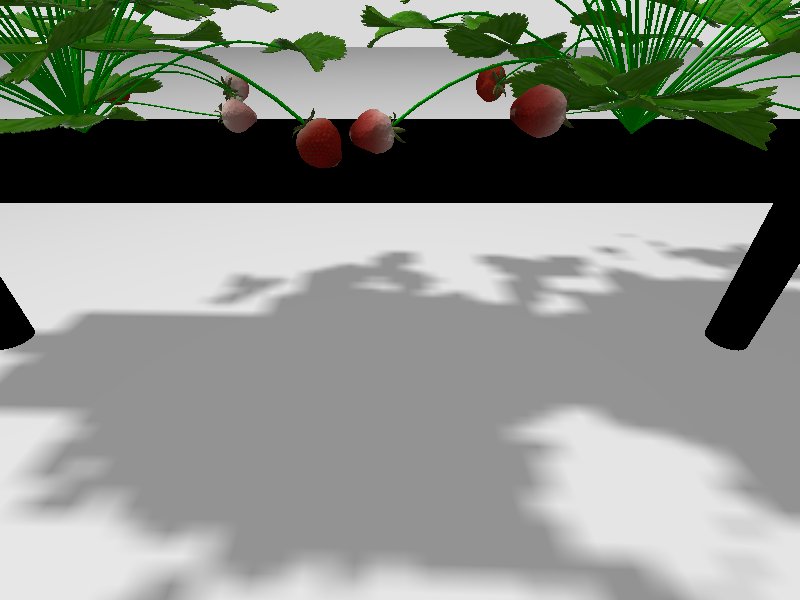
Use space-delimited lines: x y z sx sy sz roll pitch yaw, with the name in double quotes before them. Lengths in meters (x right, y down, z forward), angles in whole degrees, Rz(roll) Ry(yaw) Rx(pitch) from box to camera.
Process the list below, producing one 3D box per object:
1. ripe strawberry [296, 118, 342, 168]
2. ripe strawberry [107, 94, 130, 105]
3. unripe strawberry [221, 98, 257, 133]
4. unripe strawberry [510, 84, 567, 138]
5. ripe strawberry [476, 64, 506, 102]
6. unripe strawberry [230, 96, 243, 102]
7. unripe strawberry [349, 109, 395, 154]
"ripe strawberry" -0.047 -0.093 0.242 0.028 0.028 0.026 -33 11 40
"ripe strawberry" -0.316 -0.231 0.445 0.029 0.026 0.027 -12 22 -17
"unripe strawberry" -0.130 -0.150 0.327 0.026 0.025 0.024 -1 34 -2
"unripe strawberry" 0.102 -0.141 0.301 0.037 0.037 0.041 -8 34 -11
"ripe strawberry" 0.105 -0.255 0.470 0.034 0.039 0.037 -15 34 -21
"unripe strawberry" -0.175 -0.213 0.431 0.014 0.013 0.013 20 -33 28
"unripe strawberry" -0.019 -0.109 0.261 0.028 0.027 0.030 -16 36 -12
